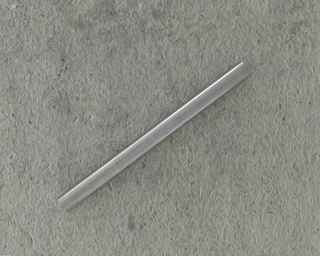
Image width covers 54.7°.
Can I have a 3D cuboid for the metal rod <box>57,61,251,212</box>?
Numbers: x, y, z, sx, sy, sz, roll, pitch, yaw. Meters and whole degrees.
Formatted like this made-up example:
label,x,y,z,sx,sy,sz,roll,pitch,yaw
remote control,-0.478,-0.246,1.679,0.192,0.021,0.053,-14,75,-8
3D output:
label,x,y,z,sx,sy,sz,roll,pitch,yaw
metal rod,-0.007,0.011,0.411,0.301,0.025,0.025,-37,90,-1
